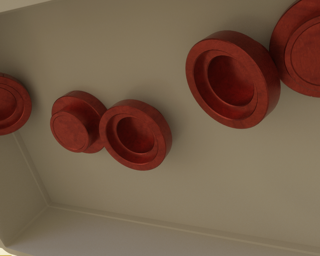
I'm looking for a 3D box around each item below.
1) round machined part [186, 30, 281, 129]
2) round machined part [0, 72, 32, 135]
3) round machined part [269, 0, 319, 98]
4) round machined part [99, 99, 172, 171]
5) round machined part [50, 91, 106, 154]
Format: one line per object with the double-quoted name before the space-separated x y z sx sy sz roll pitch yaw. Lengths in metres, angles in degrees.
"round machined part" 0.076 -0.051 0.310 0.098 0.042 0.097 36 147 29
"round machined part" -0.254 -0.040 0.481 0.042 0.099 0.097 44 145 53
"round machined part" 0.149 -0.071 0.276 0.098 0.042 0.097 13 124 20
"round machined part" -0.029 0.005 0.415 0.098 0.042 0.097 13 124 20
"round machined part" -0.121 -0.003 0.458 0.098 0.042 0.097 13 124 20
